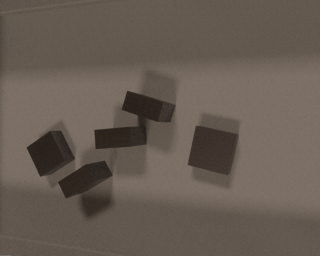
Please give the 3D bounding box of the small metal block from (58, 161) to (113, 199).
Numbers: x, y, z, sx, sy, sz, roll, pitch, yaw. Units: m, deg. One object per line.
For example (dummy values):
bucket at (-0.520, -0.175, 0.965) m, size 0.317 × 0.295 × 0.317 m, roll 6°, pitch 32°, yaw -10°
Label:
small metal block at (-0.103, 0.071, 0.432) m, size 0.050 × 0.050 × 0.025 m, roll -32°, pitch 80°, yaw 17°

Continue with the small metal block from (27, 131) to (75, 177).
small metal block at (-0.164, 0.038, 0.467) m, size 0.050 × 0.025 × 0.050 m, roll -32°, pitch 80°, yaw 17°

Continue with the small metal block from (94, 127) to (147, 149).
small metal block at (-0.052, 0.013, 0.414) m, size 0.050 × 0.050 × 0.025 m, roll -5°, pitch 89°, yaw 19°

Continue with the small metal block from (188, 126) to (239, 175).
small metal block at (0.067, 0.027, 0.387) m, size 0.050 × 0.025 × 0.050 m, roll 13°, pitch 94°, yaw 19°

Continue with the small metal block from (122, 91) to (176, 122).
small metal block at (-0.013, -0.027, 0.401) m, size 0.050 × 0.050 × 0.025 m, roll 19°, pitch 97°, yaw 18°
